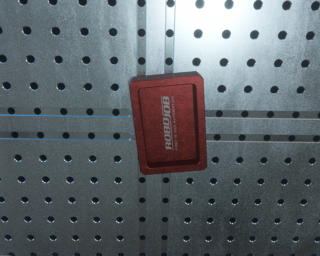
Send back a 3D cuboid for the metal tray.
[{"bbox_3d":[0.013,-0.005,0.409,0.091,0.030,0.129,-5,110,1],"label":"metal tray"}]
